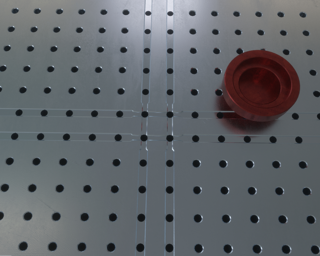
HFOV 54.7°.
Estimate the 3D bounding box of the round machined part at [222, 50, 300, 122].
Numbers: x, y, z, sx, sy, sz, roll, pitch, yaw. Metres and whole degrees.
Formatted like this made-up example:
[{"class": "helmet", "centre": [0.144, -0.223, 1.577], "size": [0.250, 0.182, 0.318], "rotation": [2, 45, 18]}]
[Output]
[{"class": "round machined part", "centre": [0.133, -0.054, 0.423], "size": [0.099, 0.042, 0.098], "rotation": [0, 70, 0]}]
